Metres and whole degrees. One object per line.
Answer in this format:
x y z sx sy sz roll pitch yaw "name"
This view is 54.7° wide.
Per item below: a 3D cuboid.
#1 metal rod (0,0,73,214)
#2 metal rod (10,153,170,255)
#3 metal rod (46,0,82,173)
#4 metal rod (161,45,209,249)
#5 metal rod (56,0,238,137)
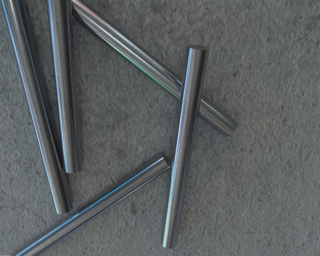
-0.155 -0.021 0.399 0.025 0.025 0.298 -6 110 2 "metal rod"
-0.111 0.128 0.455 0.300 0.025 0.025 -35 107 11 "metal rod"
-0.112 -0.076 0.360 0.025 0.025 0.298 3 117 -2 "metal rod"
0.028 0.043 0.408 0.025 0.025 0.298 5 117 -2 "metal rod"
-0.024 -0.084 0.378 0.301 0.025 0.025 36 106 -13 "metal rod"
